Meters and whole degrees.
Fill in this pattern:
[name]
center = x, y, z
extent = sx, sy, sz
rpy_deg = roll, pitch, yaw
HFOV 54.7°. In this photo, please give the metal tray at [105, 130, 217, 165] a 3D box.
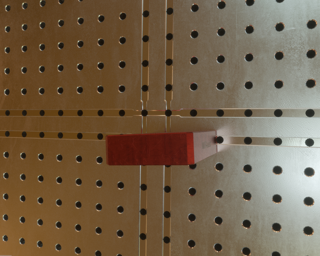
[metal tray]
center = 0.009, 0.020, 0.353
extent = 0.090, 0.130, 0.030
rpy_deg = -3, 89, 20
